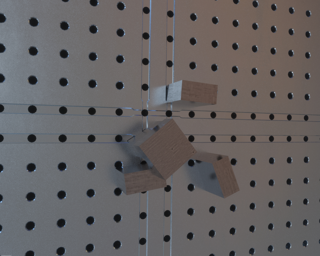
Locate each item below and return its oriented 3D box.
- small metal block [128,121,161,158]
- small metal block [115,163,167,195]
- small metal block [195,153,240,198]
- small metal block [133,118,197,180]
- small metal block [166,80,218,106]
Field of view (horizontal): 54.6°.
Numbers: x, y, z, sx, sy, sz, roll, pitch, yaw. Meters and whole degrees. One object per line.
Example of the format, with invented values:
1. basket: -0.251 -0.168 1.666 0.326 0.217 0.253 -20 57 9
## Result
1. small metal block: -0.008 0.014 0.396 0.050 0.050 0.025 -33 101 -17
2. small metal block: -0.025 0.062 0.390 0.050 0.050 0.025 -8 93 -20
3. small metal block: 0.078 0.064 0.428 0.025 0.050 0.050 -22 98 -18
4. small metal block: 0.006 0.024 0.361 0.050 0.025 0.050 -40 103 -16
5. small metal block: 0.042 -0.045 0.414 0.050 0.050 0.025 5 89 -20
